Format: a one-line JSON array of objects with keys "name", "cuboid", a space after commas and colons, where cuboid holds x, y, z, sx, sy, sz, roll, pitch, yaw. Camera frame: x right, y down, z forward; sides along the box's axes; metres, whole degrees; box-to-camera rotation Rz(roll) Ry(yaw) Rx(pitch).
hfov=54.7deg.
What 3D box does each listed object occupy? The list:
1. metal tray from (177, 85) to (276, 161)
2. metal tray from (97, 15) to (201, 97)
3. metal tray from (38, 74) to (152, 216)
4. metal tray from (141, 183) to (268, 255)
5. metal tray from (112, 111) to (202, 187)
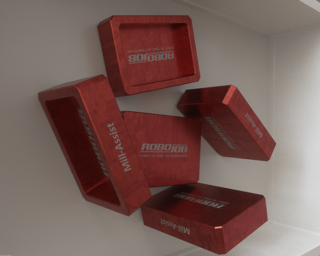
[{"name": "metal tray", "cuboid": [0.096, -0.004, 0.444, 0.130, 0.090, 0.030, 45, 63, -31]}, {"name": "metal tray", "cuboid": [-0.008, -0.094, 0.396, 0.131, 0.030, 0.089, -17, 101, -39]}, {"name": "metal tray", "cuboid": [-0.066, 0.017, 0.308, 0.030, 0.090, 0.129, -31, 110, -37]}, {"name": "metal tray", "cuboid": [0.050, 0.101, 0.379, 0.091, 0.130, 0.030, -17, 101, -40]}, {"name": "metal tray", "cuboid": [-0.003, 0.028, 0.399, 0.131, 0.030, 0.089, 4, 87, -40]}]
